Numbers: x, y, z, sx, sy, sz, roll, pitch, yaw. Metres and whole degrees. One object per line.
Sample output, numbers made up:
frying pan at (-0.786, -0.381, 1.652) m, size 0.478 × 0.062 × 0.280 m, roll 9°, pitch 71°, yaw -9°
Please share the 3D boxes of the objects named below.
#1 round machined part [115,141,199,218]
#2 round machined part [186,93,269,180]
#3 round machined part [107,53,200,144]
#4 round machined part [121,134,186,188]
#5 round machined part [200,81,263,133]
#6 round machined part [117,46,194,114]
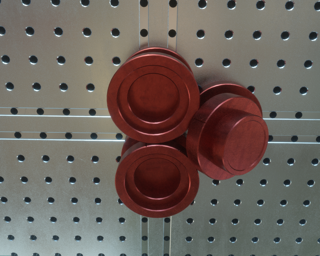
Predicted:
round machined part at (-0.003, 0.057, 0.380) m, size 0.099 × 0.042 × 0.097 m, roll 0°, pitch 110°, yaw 0°
round machined part at (0.081, 0.013, 0.342) m, size 0.099 × 0.042 × 0.097 m, roll -12°, pitch 113°, yaw -30°
round machined part at (-0.007, -0.035, 0.346) m, size 0.099 × 0.042 × 0.097 m, roll 0°, pitch 110°, yaw 0°
round machined part at (-0.004, 0.042, 0.420) m, size 0.099 × 0.042 × 0.097 m, roll 0°, pitch 110°, yaw 0°
round machined part at (0.084, -0.009, 0.402) m, size 0.099 × 0.042 × 0.097 m, roll 0°, pitch 110°, yaw 0°
round machined part at (-0.005, -0.050, 0.387) m, size 0.099 × 0.042 × 0.097 m, roll 0°, pitch 110°, yaw 0°
